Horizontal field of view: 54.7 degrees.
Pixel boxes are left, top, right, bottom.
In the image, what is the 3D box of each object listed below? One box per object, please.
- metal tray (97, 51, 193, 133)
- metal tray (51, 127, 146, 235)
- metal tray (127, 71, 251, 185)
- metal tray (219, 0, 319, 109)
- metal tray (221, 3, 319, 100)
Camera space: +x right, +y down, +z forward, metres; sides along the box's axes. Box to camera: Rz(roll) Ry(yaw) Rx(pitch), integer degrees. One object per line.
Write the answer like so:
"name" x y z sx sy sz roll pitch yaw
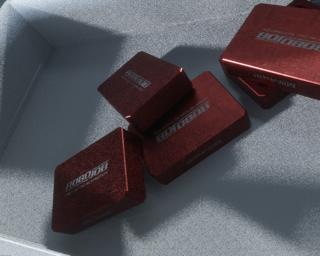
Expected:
"metal tray" -0.026 -0.055 0.423 0.090 0.030 0.130 -42 35 -6
"metal tray" -0.079 0.067 0.380 0.130 0.030 0.090 -30 51 27
"metal tray" 0.033 -0.002 0.386 0.130 0.030 0.090 -35 51 4
"metal tray" 0.151 -0.094 0.380 0.130 0.030 0.090 -37 51 3
"metal tray" 0.146 -0.087 0.340 0.130 0.030 0.090 26 75 36
